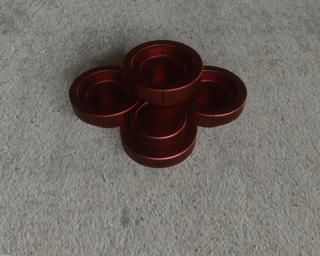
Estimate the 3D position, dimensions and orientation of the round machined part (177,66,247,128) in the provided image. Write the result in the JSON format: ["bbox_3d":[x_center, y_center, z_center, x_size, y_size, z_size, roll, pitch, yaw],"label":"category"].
[{"bbox_3d":[0.066,-0.039,0.427,0.099,0.042,0.098,0,50,0],"label":"round machined part"}]

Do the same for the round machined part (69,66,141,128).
[{"bbox_3d":[-0.070,-0.038,0.425,0.099,0.042,0.098,0,50,0],"label":"round machined part"}]

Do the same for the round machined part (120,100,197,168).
[{"bbox_3d":[-0.002,-0.001,0.394,0.099,0.042,0.098,0,50,0],"label":"round machined part"}]

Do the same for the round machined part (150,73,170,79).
[{"bbox_3d":[-0.001,-0.077,0.458,0.099,0.042,0.098,0,50,0],"label":"round machined part"}]

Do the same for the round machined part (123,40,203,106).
[{"bbox_3d":[0.004,-0.066,0.394,0.099,0.042,0.098,0,50,0],"label":"round machined part"}]
